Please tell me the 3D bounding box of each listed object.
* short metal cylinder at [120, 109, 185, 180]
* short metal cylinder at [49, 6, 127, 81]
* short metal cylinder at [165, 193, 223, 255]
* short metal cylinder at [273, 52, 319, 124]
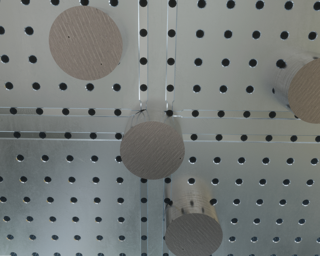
[{"bbox_3d":[-0.009,0.021,0.407,0.081,0.050,0.079,0,110,0],"label":"short metal cylinder"},{"bbox_3d":[-0.081,-0.100,0.362,0.081,0.050,0.079,0,110,0],"label":"short metal cylinder"},{"bbox_3d":[0.047,0.143,0.453,0.081,0.050,0.079,0,110,0],"label":"short metal cylinder"},{"bbox_3d":[0.189,-0.051,0.383,0.081,0.050,0.079,0,110,0],"label":"short metal cylinder"}]
